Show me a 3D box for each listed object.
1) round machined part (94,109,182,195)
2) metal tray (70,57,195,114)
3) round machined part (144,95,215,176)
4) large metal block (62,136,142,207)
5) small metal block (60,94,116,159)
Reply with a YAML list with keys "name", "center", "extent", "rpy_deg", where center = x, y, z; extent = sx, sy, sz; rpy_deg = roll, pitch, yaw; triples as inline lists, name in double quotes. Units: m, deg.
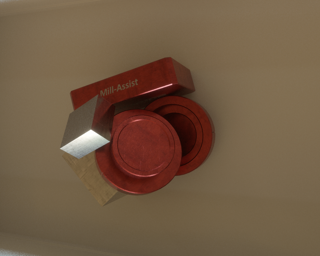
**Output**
- name: "round machined part"
  center: [-0.022, 0.024, 0.345]
  extent: [0.099, 0.042, 0.098]
  rpy_deg: [5, 71, -14]
- name: "metal tray"
  center: [-0.031, -0.045, 0.384]
  extent: [0.130, 0.090, 0.030]
  rpy_deg: [-16, 86, 19]
- name: "round machined part"
  center: [0.021, 0.009, 0.393]
  extent: [0.098, 0.042, 0.097]
  rpy_deg: [0, 90, 19]
- name: "large metal block"
  center: [-0.063, 0.046, 0.401]
  extent: [0.050, 0.080, 0.080]
  rpy_deg: [-46, 76, 14]
- name: "small metal block"
  center: [-0.078, -0.001, 0.337]
  extent: [0.050, 0.025, 0.050]
  rpy_deg: [-28, 42, 30]
